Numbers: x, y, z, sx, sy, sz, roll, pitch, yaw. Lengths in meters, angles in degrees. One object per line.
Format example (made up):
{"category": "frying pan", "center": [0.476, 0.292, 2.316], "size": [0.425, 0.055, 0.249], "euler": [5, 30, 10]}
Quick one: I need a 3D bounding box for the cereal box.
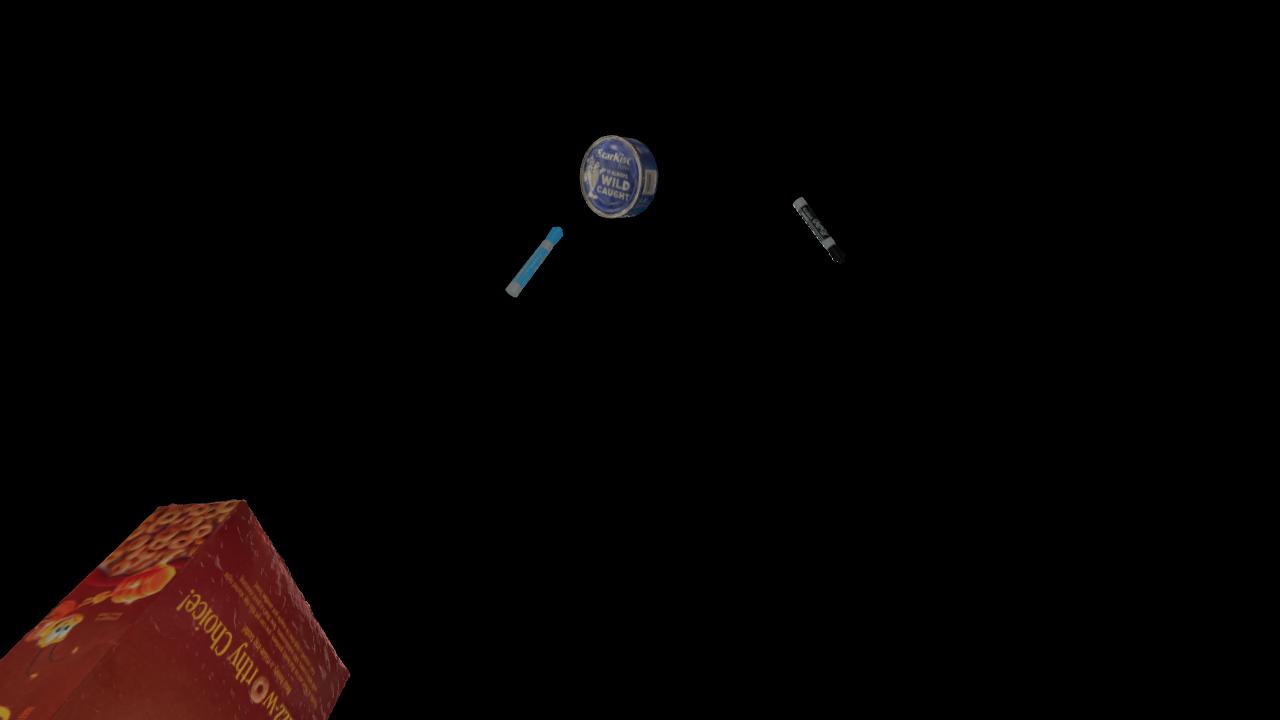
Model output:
{"category": "cereal box", "center": [-0.299, 0.258, 0.345], "size": [0.081, 0.203, 0.306], "euler": [-6, 30, 7]}

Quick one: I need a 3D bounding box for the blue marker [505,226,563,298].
{"category": "blue marker", "center": [-0.145, -0.139, 0.856], "size": [0.020, 0.121, 0.020], "euler": [29, -18, 10]}

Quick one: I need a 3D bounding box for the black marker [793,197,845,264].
{"category": "black marker", "center": [0.273, -0.196, 0.934], "size": [0.020, 0.121, 0.020], "euler": [-27, -17, -9]}

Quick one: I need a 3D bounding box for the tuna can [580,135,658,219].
{"category": "tuna can", "center": [-0.022, -0.194, 0.655], "size": [0.084, 0.084, 0.034], "euler": [0, 12, 38]}
